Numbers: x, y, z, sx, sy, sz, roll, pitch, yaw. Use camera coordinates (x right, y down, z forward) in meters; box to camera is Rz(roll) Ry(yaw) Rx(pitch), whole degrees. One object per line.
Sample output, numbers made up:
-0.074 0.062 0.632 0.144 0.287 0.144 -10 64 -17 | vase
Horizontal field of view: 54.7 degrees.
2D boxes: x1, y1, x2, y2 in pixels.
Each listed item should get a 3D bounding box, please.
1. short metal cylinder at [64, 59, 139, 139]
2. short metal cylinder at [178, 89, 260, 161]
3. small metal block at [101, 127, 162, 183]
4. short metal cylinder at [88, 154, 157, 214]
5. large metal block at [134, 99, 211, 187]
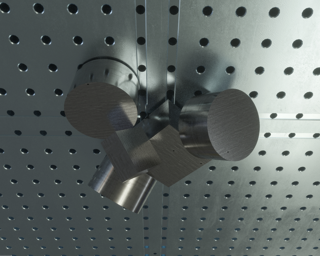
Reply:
-0.065 -0.033 0.362 0.081 0.050 0.079 0 130 0 | short metal cylinder
0.069 -0.003 0.360 0.080 0.080 0.050 36 160 -26 | short metal cylinder
-0.031 0.028 0.349 0.025 0.050 0.050 -36 78 28 | small metal block
-0.051 0.076 0.427 0.080 0.050 0.080 29 168 7 | short metal cylinder
0.011 0.023 0.407 0.080 0.050 0.080 37 121 -27 | large metal block
